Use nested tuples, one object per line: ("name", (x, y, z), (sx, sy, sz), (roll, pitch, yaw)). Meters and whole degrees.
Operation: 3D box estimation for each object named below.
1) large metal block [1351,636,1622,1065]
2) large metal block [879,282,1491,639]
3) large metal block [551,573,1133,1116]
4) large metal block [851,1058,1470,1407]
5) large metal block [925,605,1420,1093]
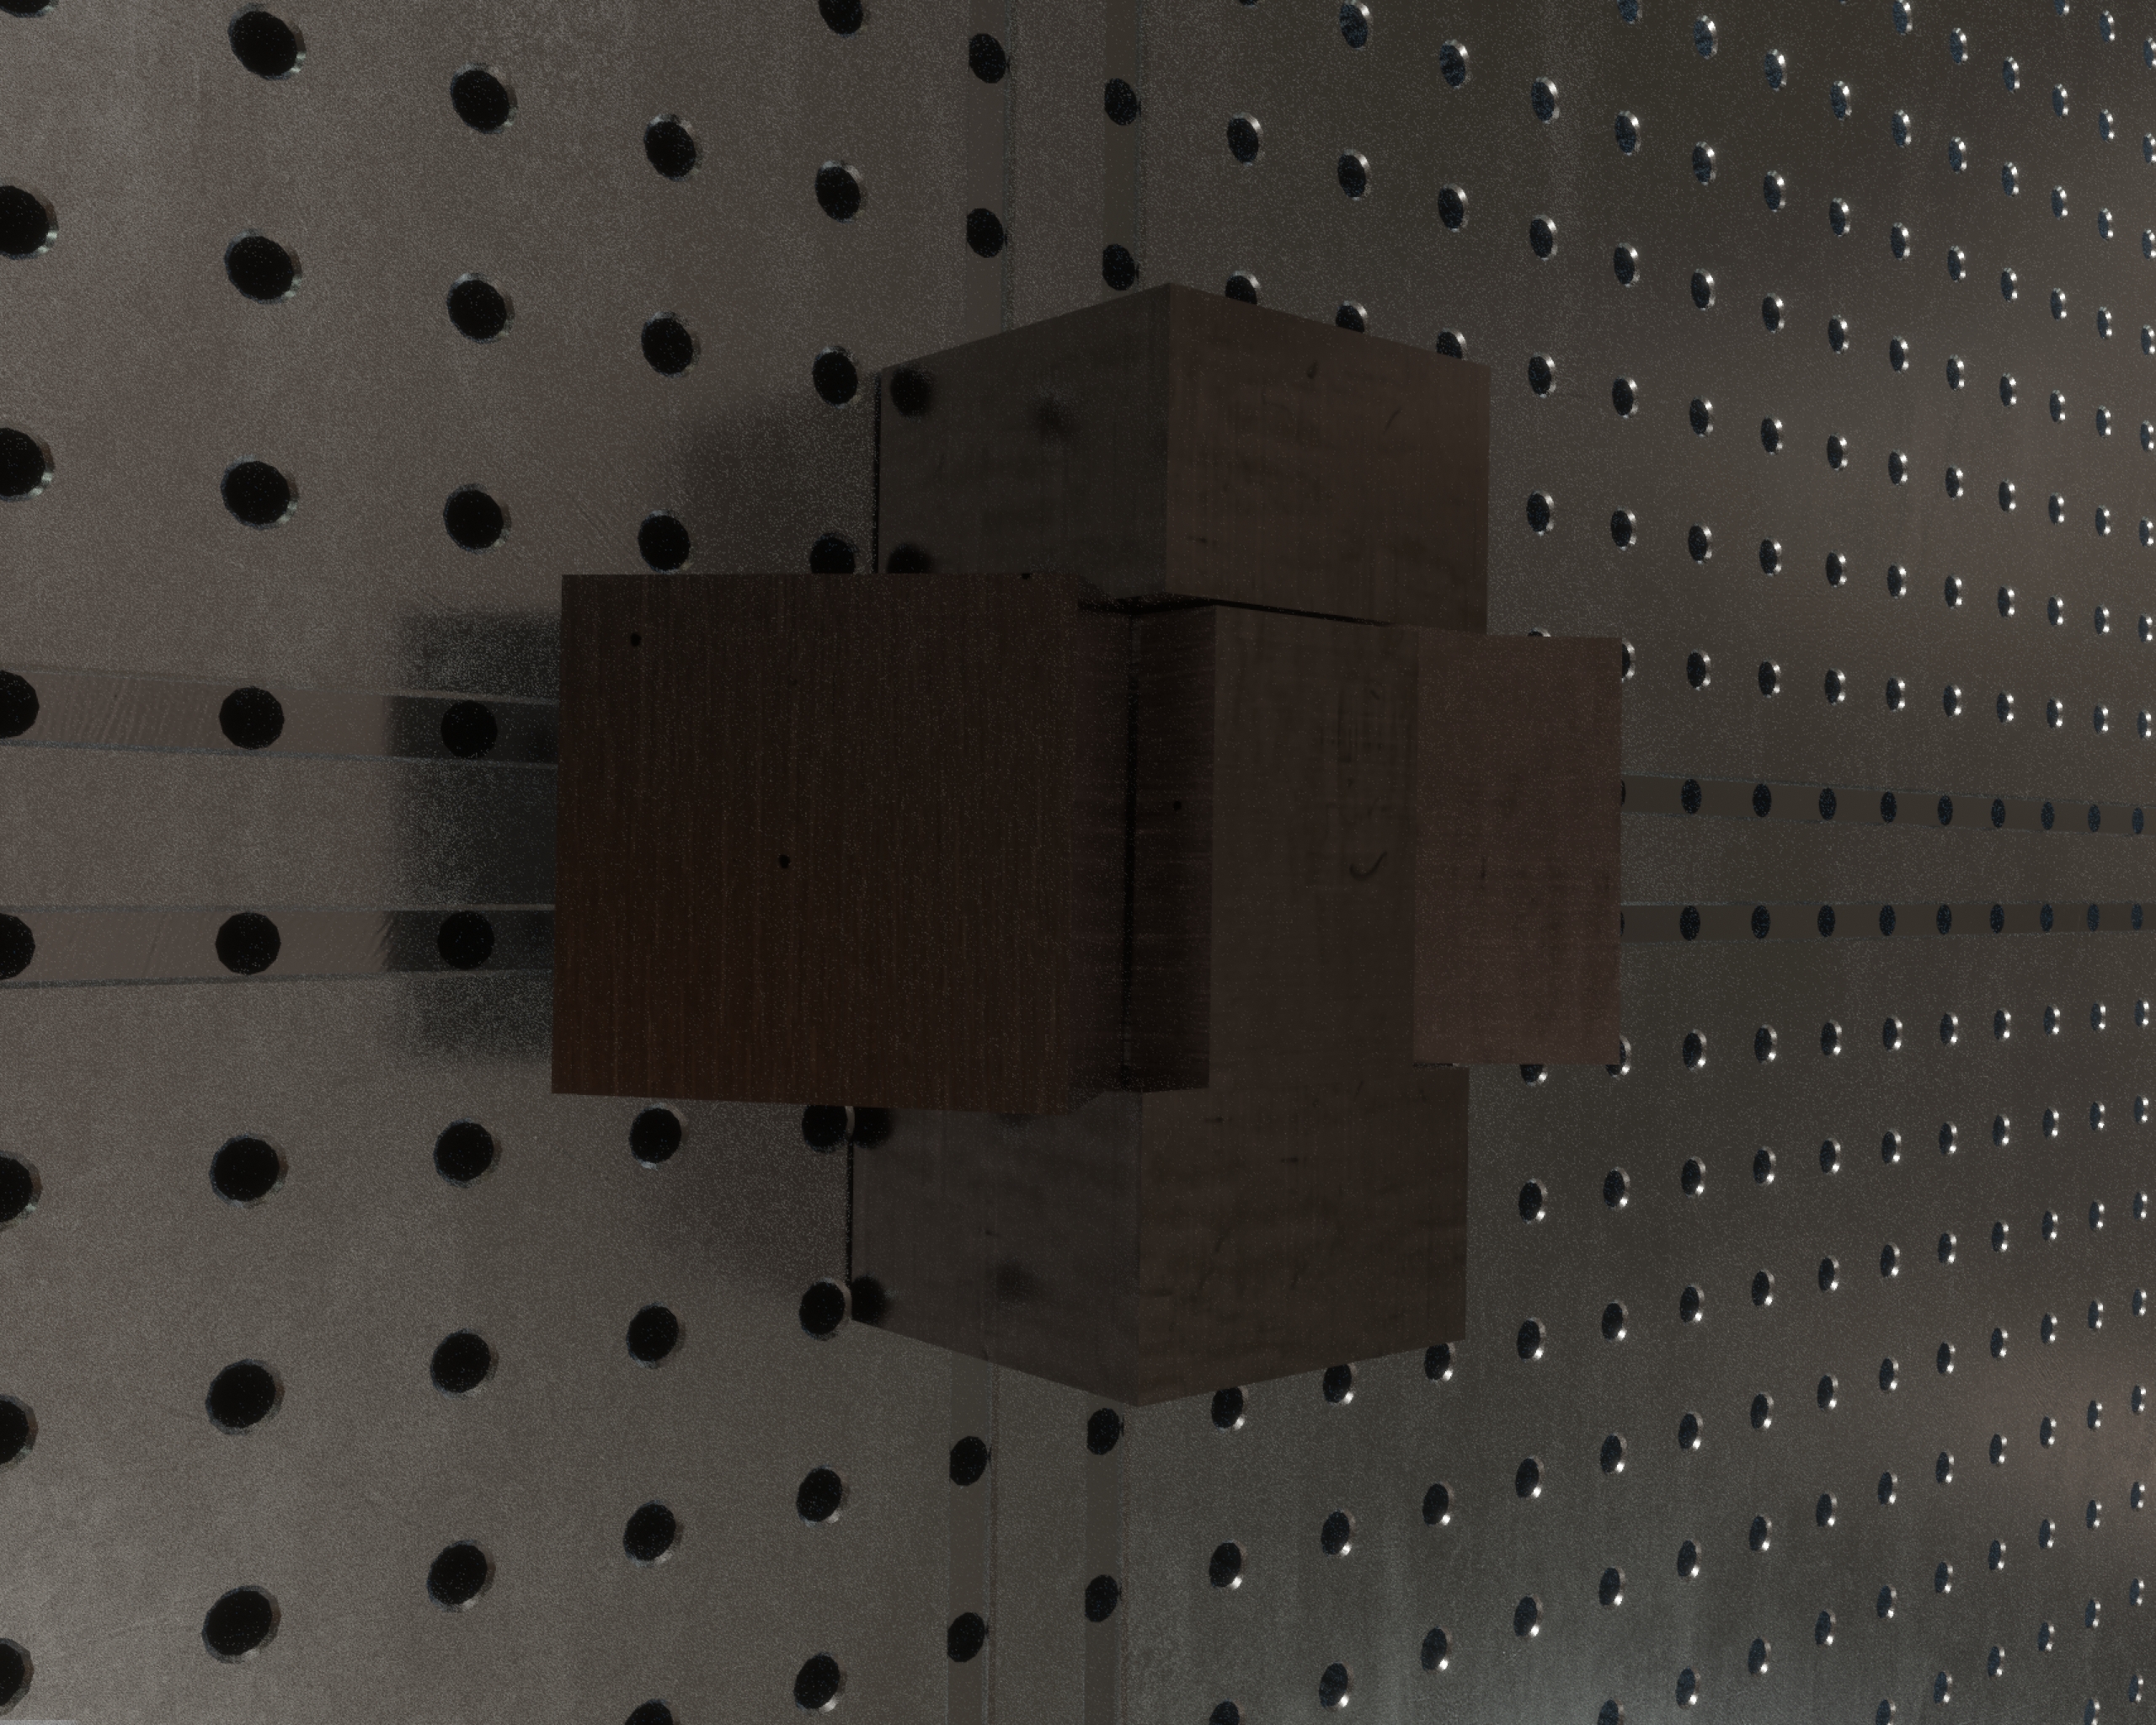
("large metal block", (0.074, -0.002, 0.427), (0.050, 0.080, 0.079), (1, 89, -3))
("large metal block", (0.019, -0.068, 0.390), (0.081, 0.080, 0.050), (1, 90, -40))
("large metal block", (-0.036, -0.004, 0.337), (0.050, 0.080, 0.079), (1, 90, -80))
("large metal block", (0.015, 0.062, 0.386), (0.081, 0.080, 0.050), (1, 90, -40))
("large metal block", (0.015, -0.002, 0.387), (0.050, 0.080, 0.079), (1, 89, -40))
